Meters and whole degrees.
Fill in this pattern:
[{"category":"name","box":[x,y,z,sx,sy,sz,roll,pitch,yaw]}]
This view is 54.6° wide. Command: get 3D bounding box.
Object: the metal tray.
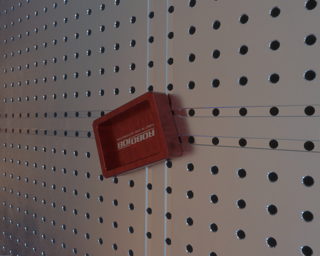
[{"category":"metal tray","box":[-0.037,0.013,0.437,0.130,0.030,0.090,-23,76,37]}]
